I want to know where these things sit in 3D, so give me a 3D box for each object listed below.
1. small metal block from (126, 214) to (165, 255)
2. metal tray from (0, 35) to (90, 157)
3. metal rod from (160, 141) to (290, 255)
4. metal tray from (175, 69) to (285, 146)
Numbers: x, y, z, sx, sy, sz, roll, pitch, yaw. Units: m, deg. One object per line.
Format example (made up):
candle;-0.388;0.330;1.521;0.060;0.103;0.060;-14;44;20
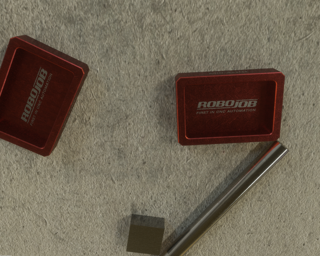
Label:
small metal block;-0.022;0.162;0.469;0.050;0.025;0.050;8;110;-4
metal tray;-0.157;-0.038;0.390;0.090;0.030;0.129;25;108;-10
metal rod;0.073;0.133;0.459;0.025;0.025;0.299;36;106;-13
metal tray;0.087;-0.027;0.398;0.131;0.030;0.089;-3;110;0
